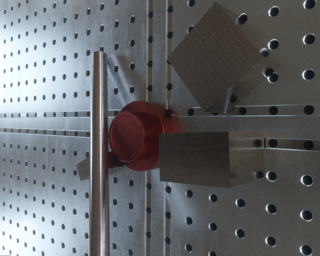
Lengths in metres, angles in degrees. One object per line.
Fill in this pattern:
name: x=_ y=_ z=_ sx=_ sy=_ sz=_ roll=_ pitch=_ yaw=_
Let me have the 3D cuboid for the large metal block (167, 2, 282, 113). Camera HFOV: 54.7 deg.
large metal block: x=0.067 y=-0.073 z=0.338 sx=0.080 sy=0.050 sz=0.080 roll=-45 pitch=63 yaw=30

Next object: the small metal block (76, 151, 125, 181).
small metal block: x=-0.088 y=0.056 z=0.466 sx=0.050 sy=0.050 sz=0.025 roll=-31 pitch=71 yaw=36

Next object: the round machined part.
round machined part: x=-0.033 y=0.011 z=0.426 sx=0.098 sy=0.042 sz=0.097 roll=0 pitch=90 yaw=40

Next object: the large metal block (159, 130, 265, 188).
large metal block: x=0.056 y=0.029 z=0.327 sx=0.080 sy=0.081 sz=0.050 roll=-2 pitch=89 yaw=40

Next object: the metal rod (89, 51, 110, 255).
metal rod: x=-0.084 y=0.022 z=0.429 sx=0.025 sy=0.025 sz=0.299 roll=-25 pitch=59 yaw=37
